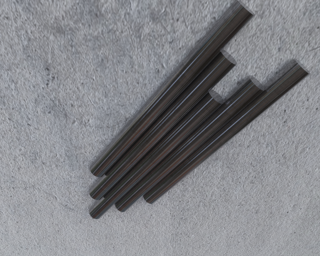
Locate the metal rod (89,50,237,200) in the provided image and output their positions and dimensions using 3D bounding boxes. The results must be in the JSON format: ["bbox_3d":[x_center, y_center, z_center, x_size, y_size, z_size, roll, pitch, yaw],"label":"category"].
[{"bbox_3d":[-0.013,0.013,0.419,0.025,0.025,0.299,29,124,-23],"label":"metal rod"}]

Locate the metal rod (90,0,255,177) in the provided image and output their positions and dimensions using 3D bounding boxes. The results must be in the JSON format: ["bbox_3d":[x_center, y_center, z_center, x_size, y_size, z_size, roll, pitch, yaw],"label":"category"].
[{"bbox_3d":[-0.004,-0.029,0.384,0.025,0.025,0.299,29,124,-23],"label":"metal rod"}]

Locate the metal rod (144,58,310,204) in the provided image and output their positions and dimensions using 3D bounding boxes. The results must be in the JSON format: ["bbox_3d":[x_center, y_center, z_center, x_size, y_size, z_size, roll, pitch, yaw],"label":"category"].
[{"bbox_3d":[0.072,0.021,0.427,0.025,0.025,0.299,29,124,-23],"label":"metal rod"}]

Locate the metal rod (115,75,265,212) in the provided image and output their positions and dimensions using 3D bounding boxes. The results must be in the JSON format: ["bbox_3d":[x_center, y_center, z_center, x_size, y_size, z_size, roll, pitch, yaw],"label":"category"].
[{"bbox_3d":[0.025,0.038,0.441,0.025,0.025,0.299,29,124,-23],"label":"metal rod"}]

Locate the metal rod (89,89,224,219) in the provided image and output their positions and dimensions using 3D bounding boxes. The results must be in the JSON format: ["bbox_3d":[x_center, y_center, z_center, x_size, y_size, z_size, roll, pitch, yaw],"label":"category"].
[{"bbox_3d":[-0.021,0.053,0.454,0.025,0.025,0.299,29,124,-23],"label":"metal rod"}]
